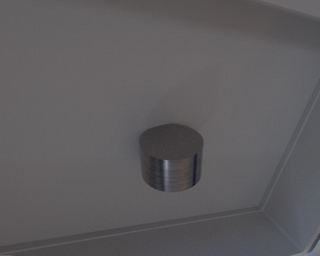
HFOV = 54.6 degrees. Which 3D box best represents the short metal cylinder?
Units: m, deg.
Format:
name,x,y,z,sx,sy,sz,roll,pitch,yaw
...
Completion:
name,x,y,z,sx,sy,sz,roll,pitch,yaw
short metal cylinder,0.015,0.037,0.404,0.081,0.080,0.050,-14,125,-20
